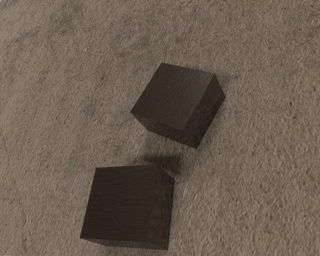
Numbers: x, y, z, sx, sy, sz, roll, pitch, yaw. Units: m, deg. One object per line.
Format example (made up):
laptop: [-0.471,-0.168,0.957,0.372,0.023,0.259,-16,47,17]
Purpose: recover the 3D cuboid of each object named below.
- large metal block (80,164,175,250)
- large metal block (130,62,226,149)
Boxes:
large metal block: [-0.033,0.089,0.349,0.080,0.050,0.080,-6,59,24]
large metal block: [0.024,-0.030,0.393,0.080,0.050,0.080,20,72,35]
